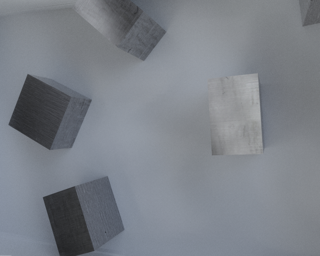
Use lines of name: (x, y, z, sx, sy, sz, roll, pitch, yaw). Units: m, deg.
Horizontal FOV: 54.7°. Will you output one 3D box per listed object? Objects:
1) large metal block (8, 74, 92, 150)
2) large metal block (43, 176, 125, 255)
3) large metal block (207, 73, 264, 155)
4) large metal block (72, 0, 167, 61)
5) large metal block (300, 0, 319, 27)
large metal block: (-0.160, -0.023, 0.452, 0.080, 0.050, 0.080, 27, 99, 17)
large metal block: (-0.099, 0.116, 0.415, 0.050, 0.080, 0.080, -21, 83, 18)
large metal block: (0.089, -0.013, 0.350, 0.050, 0.080, 0.079, -4, 89, 20)
large metal block: (-0.049, -0.138, 0.397, 0.080, 0.080, 0.050, 43, 103, 14)
large metal block: (0.189, -0.149, 0.315, 0.080, 0.080, 0.050, -7, 88, 19)
